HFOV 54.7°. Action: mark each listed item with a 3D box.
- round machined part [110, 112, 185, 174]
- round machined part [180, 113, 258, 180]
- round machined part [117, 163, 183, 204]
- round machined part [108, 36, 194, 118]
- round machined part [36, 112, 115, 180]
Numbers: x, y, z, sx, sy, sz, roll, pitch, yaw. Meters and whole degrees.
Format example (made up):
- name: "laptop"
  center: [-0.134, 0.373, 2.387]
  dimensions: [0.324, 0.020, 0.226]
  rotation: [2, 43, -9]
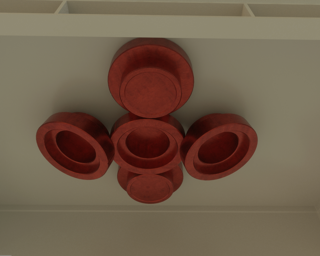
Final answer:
- name: "round machined part"
  center: [-0.016, 0.013, 0.406]
  dimensions: [0.099, 0.042, 0.097]
  rotation: [0, 130, 0]
- name: "round machined part"
  center: [0.072, 0.020, 0.402]
  dimensions: [0.099, 0.042, 0.097]
  rotation: [-11, 132, -13]
- name: "round machined part"
  center: [-0.015, 0.076, 0.460]
  dimensions: [0.099, 0.042, 0.097]
  rotation: [0, 130, 0]
- name: "round machined part"
  center: [-0.010, -0.050, 0.353]
  dimensions: [0.099, 0.042, 0.097]
  rotation: [0, 130, 0]
- name: "round machined part"
  center: [-0.104, 0.018, 0.400]
  dimensions: [0.098, 0.042, 0.097]
  rotation: [11, 131, 13]
